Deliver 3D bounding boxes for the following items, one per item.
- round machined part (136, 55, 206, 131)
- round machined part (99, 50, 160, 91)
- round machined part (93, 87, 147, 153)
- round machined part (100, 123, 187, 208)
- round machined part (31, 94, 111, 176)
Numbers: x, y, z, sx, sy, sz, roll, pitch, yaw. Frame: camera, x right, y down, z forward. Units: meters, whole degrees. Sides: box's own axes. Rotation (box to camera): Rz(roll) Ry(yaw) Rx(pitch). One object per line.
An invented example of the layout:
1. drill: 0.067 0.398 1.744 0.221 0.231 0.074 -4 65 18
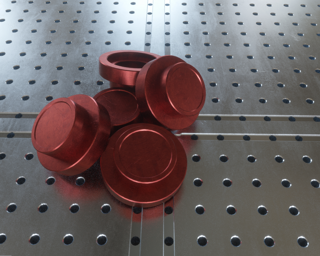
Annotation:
1. round machined part: 0.021 -0.046 0.397 0.042 0.098 0.098 -9 33 50
2. round machined part: -0.038 -0.078 0.447 0.099 0.042 0.098 5 29 -2
3. round machined part: -0.056 -0.016 0.408 0.099 0.042 0.098 0 50 0
4. round machined part: -0.018 0.036 0.350 0.099 0.042 0.098 3 61 -6
5. round machined part: -0.110 0.003 0.361 0.098 0.042 0.098 -13 61 26
